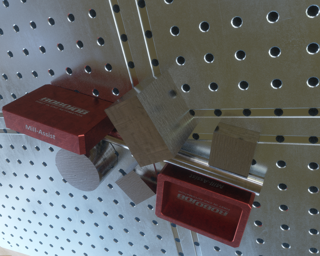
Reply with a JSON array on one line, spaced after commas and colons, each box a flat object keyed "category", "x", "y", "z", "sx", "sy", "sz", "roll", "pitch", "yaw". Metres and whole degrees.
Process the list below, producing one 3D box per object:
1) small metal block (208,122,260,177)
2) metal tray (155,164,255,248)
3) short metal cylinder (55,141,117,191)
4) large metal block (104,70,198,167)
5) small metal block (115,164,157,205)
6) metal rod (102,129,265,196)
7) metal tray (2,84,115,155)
[{"category": "small metal block", "x": 0.090, "y": 0.026, "z": 0.380, "sx": 0.050, "sy": 0.025, "sz": 0.050, "roll": 16, "pitch": 125, "yaw": 19}, {"category": "metal tray", "x": 0.060, "y": 0.109, "z": 0.443, "sx": 0.130, "sy": 0.030, "sz": 0.089, "roll": 17, "pitch": 126, "yaw": 18}, {"category": "short metal cylinder", "x": -0.115, "y": 0.052, "z": 0.487, "sx": 0.080, "sy": 0.050, "sz": 0.079, "roll": 13, "pitch": 124, "yaw": 21}, {"category": "large metal block", "x": -0.007, "y": -0.013, "z": 0.373, "sx": 0.050, "sy": 0.080, "sz": 0.080, "roll": -20, "pitch": 108, "yaw": 36}, {"category": "small metal block", "x": -0.033, "y": 0.086, "z": 0.483, "sx": 0.050, "sy": 0.025, "sz": 0.050, "roll": 48, "pitch": 129, "yaw": -6}, {"category": "metal rod", "x": -0.009, "y": 0.029, "z": 0.434, "sx": 0.301, "sy": 0.025, "sz": 0.025, "roll": 18, "pitch": 126, "yaw": 17}, {"category": "metal tray", "x": -0.134, "y": -0.017, "z": 0.428, "sx": 0.130, "sy": 0.090, "sz": 0.030, "roll": 17, "pitch": 125, "yaw": 18}]
